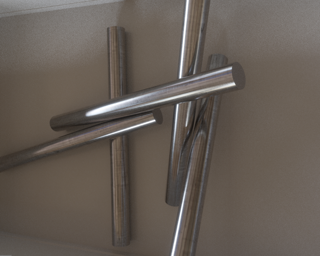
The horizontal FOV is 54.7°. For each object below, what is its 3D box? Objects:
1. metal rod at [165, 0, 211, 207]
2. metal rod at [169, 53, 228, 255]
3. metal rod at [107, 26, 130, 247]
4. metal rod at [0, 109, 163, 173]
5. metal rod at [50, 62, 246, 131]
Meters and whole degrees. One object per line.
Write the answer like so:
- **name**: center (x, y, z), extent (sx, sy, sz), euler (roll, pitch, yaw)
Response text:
- **metal rod**: center (0.030, -0.039, 0.342), extent (0.025, 0.025, 0.298), euler (14, 117, 19)
- **metal rod**: center (0.040, 0.050, 0.332), extent (0.025, 0.025, 0.299), euler (6, 67, 20)
- **metal rod**: center (-0.058, 0.011, 0.430), extent (0.025, 0.025, 0.298), euler (-2, 89, 20)
- **metal rod**: center (-0.132, 0.022, 0.438), extent (0.300, 0.025, 0.025), euler (-17, 85, 26)
- **metal rod**: center (-0.043, -0.026, 0.369), extent (0.300, 0.025, 0.025), euler (-10, 87, 41)
